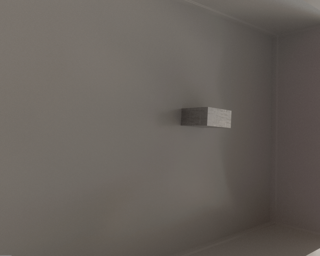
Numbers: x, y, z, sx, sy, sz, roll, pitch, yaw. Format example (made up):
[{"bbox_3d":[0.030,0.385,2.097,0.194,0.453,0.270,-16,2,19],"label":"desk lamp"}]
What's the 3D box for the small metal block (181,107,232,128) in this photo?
[{"bbox_3d":[0.066,-0.014,0.444,0.050,0.050,0.025,5,87,-40],"label":"small metal block"}]
